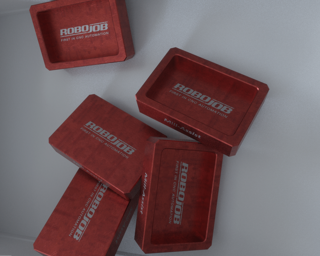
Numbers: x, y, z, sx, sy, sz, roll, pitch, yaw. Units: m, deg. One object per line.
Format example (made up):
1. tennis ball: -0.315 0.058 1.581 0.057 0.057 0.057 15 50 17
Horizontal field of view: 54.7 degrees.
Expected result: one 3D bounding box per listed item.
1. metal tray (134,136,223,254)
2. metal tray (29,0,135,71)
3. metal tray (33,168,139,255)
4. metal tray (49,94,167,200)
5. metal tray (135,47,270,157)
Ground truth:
1. metal tray: 0.023 0.079 0.371 0.091 0.030 0.129 6 93 -22
2. metal tray: -0.107 -0.133 0.428 0.130 0.030 0.089 -3 110 19
3. metal tray: -0.086 0.110 0.397 0.090 0.030 0.130 12 55 19
4. metal tray: -0.066 0.021 0.406 0.130 0.030 0.090 30 67 17
5. metal tray: 0.049 -0.035 0.368 0.130 0.030 0.090 27 68 17
